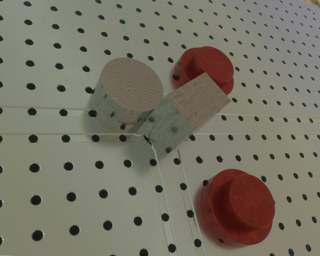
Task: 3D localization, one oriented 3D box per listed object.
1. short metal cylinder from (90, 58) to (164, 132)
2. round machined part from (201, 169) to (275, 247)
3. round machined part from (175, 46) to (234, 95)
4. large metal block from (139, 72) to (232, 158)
[{"bbox_3d":[-0.042,-0.042,0.395,0.081,0.050,0.080,14,56,-21],"label":"short metal cylinder"},{"bbox_3d":[0.106,0.097,0.394,0.099,0.042,0.098,14,56,-21],"label":"round machined part"},{"bbox_3d":[0.078,-0.091,0.494,0.099,0.042,0.098,13,56,-21],"label":"round machined part"},{"bbox_3d":[0.032,-0.016,0.400,0.081,0.080,0.050,-35,82,-38],"label":"large metal block"}]
